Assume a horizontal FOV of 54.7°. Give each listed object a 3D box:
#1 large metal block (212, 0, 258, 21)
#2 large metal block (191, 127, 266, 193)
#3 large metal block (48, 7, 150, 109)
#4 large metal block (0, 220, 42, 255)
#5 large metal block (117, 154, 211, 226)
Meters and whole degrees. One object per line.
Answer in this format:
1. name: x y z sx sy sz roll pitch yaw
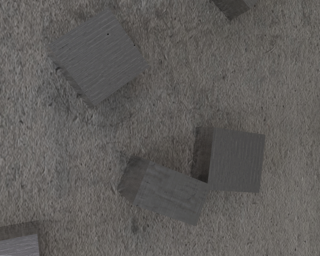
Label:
1. large metal block: 0.109 -0.215 0.435 0.080 0.050 0.080 43 77 -15
2. large metal block: 0.093 0.043 0.430 0.081 0.050 0.080 8 88 -20
3. large metal block: -0.074 -0.080 0.368 0.080 0.050 0.080 -39 103 -16
4. large metal block: -0.171 0.153 0.333 0.081 0.050 0.079 -5 92 -20
5. large metal block: 0.001 0.073 0.380 0.080 0.080 0.050 24 82 -19
